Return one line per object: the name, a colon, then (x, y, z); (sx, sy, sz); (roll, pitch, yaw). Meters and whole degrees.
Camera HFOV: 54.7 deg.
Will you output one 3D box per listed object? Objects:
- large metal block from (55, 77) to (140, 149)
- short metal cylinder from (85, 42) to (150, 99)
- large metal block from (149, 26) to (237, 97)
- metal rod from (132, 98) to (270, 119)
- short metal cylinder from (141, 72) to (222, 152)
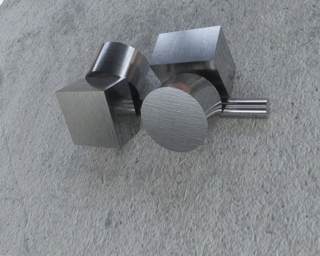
large metal block: (-0.082, -0.021, 0.418); (0.080, 0.080, 0.050); (3, 29, 29)
short metal cylinder: (-0.061, -0.078, 0.449); (0.080, 0.080, 0.050); (4, 64, 30)
large metal block: (0.045, -0.077, 0.393); (0.080, 0.080, 0.050); (2, 63, 29)
metal rod: (-0.007, -0.028, 0.428); (0.300, 0.025, 0.025); (3, 63, 29)
short metal cylinder: (0.025, -0.019, 0.360); (0.080, 0.080, 0.050); (2, 28, 29)
